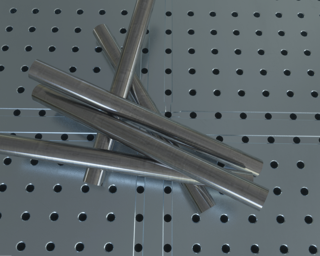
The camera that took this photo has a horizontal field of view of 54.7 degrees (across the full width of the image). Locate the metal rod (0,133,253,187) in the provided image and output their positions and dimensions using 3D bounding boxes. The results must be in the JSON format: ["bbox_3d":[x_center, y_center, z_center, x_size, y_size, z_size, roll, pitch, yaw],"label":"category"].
[{"bbox_3d":[-0.043,0.041,0.365,0.302,0.025,0.025,9,70,0],"label":"metal rod"}]

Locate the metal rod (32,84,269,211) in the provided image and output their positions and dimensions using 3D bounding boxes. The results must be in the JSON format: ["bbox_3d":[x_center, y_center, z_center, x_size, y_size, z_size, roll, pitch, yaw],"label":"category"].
[{"bbox_3d":[-0.025,0.014,0.358,0.301,0.025,0.025,24,72,16],"label":"metal rod"}]

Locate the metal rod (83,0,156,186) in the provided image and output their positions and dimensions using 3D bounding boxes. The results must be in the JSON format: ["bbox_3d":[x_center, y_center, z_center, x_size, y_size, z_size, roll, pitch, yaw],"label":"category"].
[{"bbox_3d":[-0.046,-0.073,0.410,0.025,0.025,0.299,14,81,5],"label":"metal rod"}]

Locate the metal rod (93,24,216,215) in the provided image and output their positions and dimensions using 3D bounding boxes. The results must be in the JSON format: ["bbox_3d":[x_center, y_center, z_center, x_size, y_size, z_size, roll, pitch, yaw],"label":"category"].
[{"bbox_3d":[-0.016,-0.024,0.420,0.025,0.025,0.299,-28,73,-10],"label":"metal rod"}]

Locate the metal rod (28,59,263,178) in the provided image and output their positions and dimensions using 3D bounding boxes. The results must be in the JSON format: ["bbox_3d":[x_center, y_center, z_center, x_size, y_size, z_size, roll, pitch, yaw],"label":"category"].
[{"bbox_3d":[-0.012,-0.009,0.381,0.301,0.025,0.025,24,71,-5],"label":"metal rod"}]
